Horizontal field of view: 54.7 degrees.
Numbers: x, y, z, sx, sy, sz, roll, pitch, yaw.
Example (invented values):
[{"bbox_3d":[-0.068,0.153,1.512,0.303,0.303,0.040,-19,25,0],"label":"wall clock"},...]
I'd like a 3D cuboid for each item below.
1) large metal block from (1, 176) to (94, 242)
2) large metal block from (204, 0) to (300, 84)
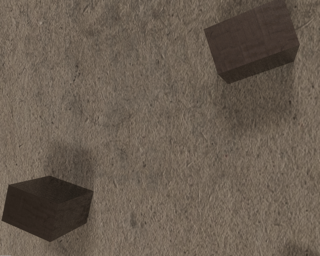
[{"bbox_3d":[-0.154,0.108,0.432,0.080,0.080,0.050,15,95,19],"label":"large metal block"},{"bbox_3d":[0.102,-0.091,0.344,0.080,0.080,0.050,-18,84,19],"label":"large metal block"}]
